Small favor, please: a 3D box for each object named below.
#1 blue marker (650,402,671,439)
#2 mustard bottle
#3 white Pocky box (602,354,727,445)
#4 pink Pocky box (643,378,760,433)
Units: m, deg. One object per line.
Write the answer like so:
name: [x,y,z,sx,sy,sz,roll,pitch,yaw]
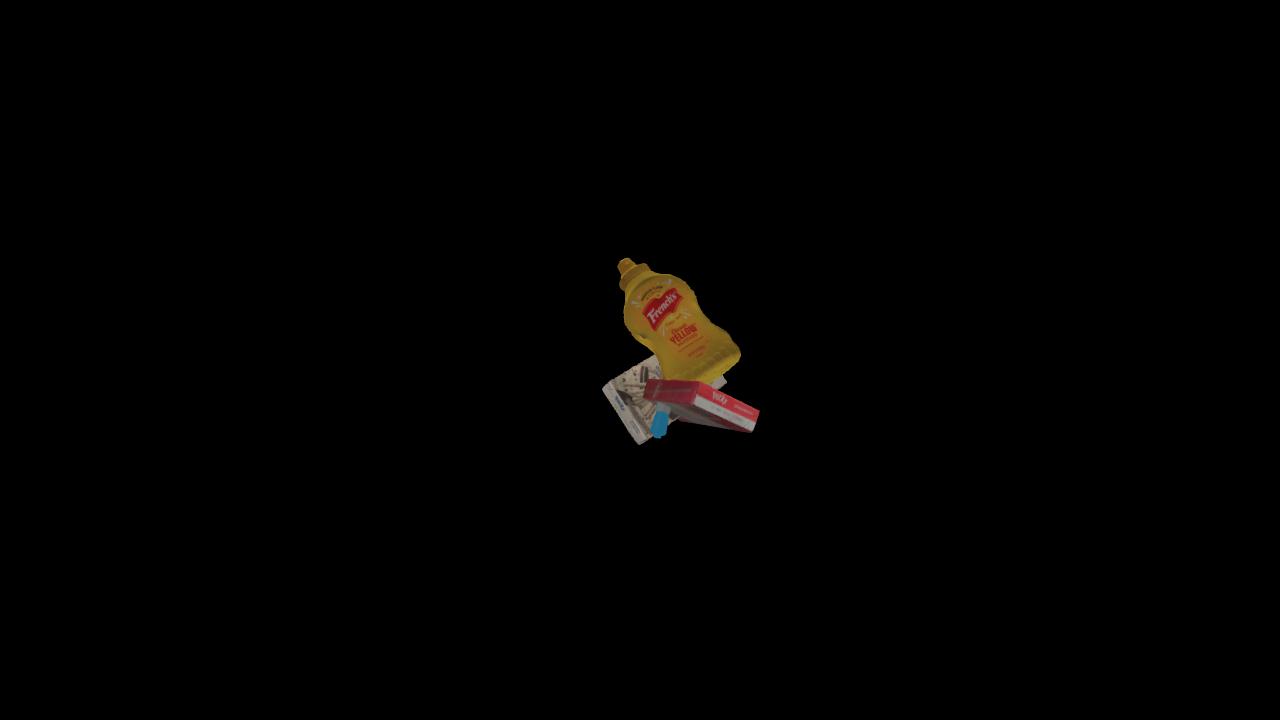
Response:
blue marker: [0.033,0.035,0.715,0.020,0.121,0.020,11,-28,6]
mustard bottle: [0.030,-0.050,0.726,0.092,0.184,0.054,-35,-18,-2]
white Pocky box: [0.033,0.032,0.764,0.154,0.084,0.028,-31,-6,-36]
pink Pocky box: [0.058,0.050,0.709,0.084,0.029,0.155,27,-11,-22]
